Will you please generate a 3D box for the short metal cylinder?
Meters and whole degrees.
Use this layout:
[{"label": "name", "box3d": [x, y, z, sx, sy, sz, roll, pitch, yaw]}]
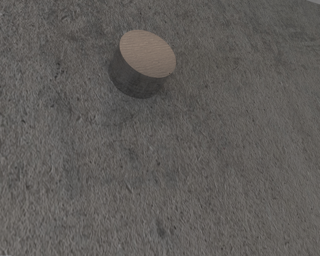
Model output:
[{"label": "short metal cylinder", "box3d": [-0.025, -0.087, 0.427, 0.081, 0.050, 0.080, 13, 56, -21]}]
